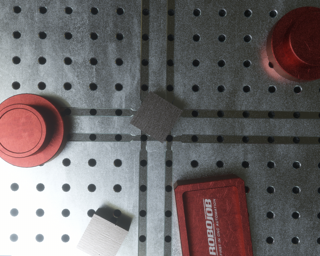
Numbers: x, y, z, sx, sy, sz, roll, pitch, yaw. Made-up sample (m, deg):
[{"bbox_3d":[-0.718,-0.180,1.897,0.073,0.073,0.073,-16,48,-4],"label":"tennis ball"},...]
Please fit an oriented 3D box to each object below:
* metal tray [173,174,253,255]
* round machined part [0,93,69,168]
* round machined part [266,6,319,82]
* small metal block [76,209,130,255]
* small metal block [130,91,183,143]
[{"bbox_3d":[0.070,0.132,0.411,0.091,0.030,0.129,-7,90,0],"label":"metal tray"},{"bbox_3d":[-0.174,0.003,0.403,0.099,0.042,0.097,0,90,0],"label":"round machined part"},{"bbox_3d":[0.195,-0.111,0.406,0.099,0.042,0.097,0,90,0],"label":"round machined part"},{"bbox_3d":[-0.075,0.144,0.413,0.050,0.025,0.050,28,90,0],"label":"small metal block"},{"bbox_3d":[-0.005,-0.014,0.413,0.050,0.025,0.050,32,90,0],"label":"small metal block"}]
